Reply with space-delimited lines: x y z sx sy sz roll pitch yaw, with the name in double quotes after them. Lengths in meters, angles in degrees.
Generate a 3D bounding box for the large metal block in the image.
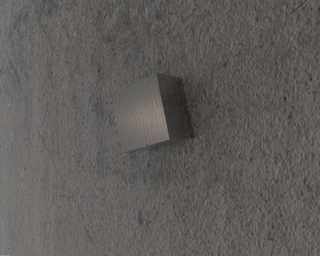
-0.010 -0.016 0.398 0.080 0.050 0.080 -18 78 38 "large metal block"
